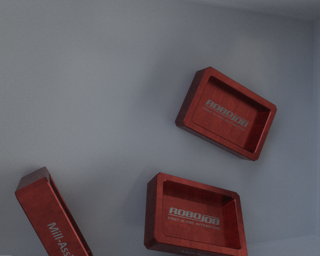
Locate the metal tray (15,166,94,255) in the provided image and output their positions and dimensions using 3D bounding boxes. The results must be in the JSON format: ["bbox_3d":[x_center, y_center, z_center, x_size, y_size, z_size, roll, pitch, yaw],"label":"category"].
[{"bbox_3d":[-0.108,0.110,0.336,0.030,0.090,0.129,-28,100,-18],"label":"metal tray"}]

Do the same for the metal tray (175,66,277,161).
[{"bbox_3d":[0.097,-0.018,0.445,0.131,0.030,0.090,26,81,-19],"label":"metal tray"}]

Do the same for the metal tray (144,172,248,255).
[{"bbox_3d":[0.047,0.117,0.402,0.131,0.030,0.090,18,50,-20],"label":"metal tray"}]
